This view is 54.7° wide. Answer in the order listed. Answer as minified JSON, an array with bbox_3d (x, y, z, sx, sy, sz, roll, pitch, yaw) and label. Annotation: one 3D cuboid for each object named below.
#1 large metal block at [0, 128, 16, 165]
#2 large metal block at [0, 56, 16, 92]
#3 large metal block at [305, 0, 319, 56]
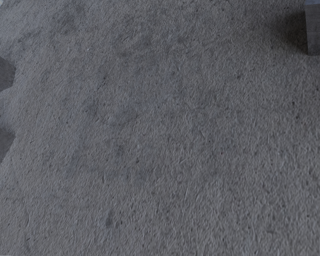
[{"bbox_3d":[-0.311,0.035,0.530,0.080,0.050,0.080,6,65,31],"label":"large metal block"},{"bbox_3d":[-0.356,-0.112,0.625,0.080,0.080,0.050,-19,55,17],"label":"large metal block"},{"bbox_3d":[0.200,-0.139,0.349,0.050,0.080,0.080,7,66,31],"label":"large metal block"}]
